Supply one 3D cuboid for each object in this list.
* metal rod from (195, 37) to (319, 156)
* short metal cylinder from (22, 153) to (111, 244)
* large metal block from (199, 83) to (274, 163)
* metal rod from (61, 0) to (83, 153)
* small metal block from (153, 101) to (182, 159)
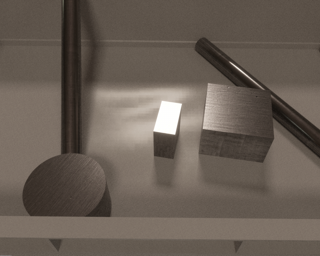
[{"bbox_3d":[0.150,-0.045,0.444,0.025,0.025,0.300,-26,55,-20],"label":"metal rod"},{"bbox_3d":[-0.094,0.074,0.326,0.081,0.050,0.080,0,50,0],"label":"short metal cylinder"},{"bbox_3d":[0.096,-0.008,0.397,0.080,0.050,0.080,8,50,6],"label":"large metal block"},{"bbox_3d":[-0.117,-0.102,0.407,0.025,0.025,0.299,-4,76,-3],"label":"metal rod"},{"bbox_3d":[0.010,0.003,0.387,0.025,0.050,0.050,9,51,7],"label":"small metal block"}]
